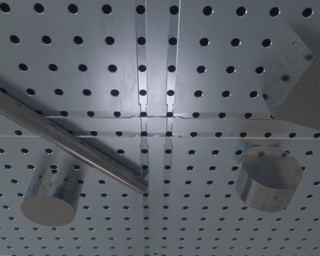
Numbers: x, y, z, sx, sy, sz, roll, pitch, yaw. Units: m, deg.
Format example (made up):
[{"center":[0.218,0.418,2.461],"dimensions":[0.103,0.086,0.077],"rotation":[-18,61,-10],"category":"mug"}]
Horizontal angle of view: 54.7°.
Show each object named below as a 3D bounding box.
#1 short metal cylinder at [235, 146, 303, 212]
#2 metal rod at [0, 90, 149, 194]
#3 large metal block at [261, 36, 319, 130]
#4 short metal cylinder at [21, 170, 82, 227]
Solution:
[{"center":[0.151,0.070,0.437],"dimensions":[0.081,0.080,0.050],"rotation":[1,130,-2],"category":"short metal cylinder"},{"center":[-0.134,0.014,0.422],"dimensions":[0.301,0.025,0.025],"rotation":[36,121,-27],"category":"metal rod"},{"center":[0.179,-0.048,0.356],"dimensions":[0.081,0.050,0.079],"rotation":[14,129,-12],"category":"large metal block"},{"center":[-0.169,0.111,0.488],"dimensions":[0.080,0.050,0.079],"rotation":[0,130,0],"category":"short metal cylinder"}]
